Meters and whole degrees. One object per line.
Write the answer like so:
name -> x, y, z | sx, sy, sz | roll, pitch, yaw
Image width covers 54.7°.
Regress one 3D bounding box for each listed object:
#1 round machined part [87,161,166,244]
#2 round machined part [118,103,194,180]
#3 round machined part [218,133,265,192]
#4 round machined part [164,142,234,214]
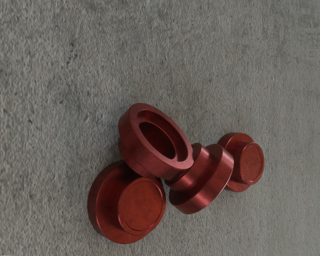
round machined part -> -0.032, 0.088, 0.367 | 0.099, 0.042, 0.097 | 0, 90, -40
round machined part -> -0.010, 0.020, 0.364 | 0.098, 0.042, 0.098 | 35, 28, -21
round machined part -> 0.134, 0.056, 0.506 | 0.099, 0.042, 0.097 | 0, 90, -40
round machined part -> 0.044, 0.057, 0.398 | 0.042, 0.098, 0.098 | 41, 64, -12
